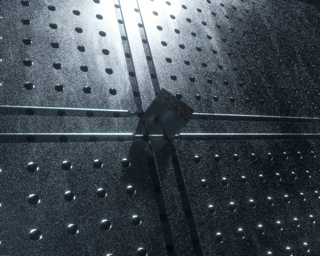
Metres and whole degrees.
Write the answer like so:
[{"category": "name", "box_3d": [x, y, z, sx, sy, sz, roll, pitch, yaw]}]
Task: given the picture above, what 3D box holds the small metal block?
[{"category": "small metal block", "box_3d": [0.009, -0.017, 0.409, 0.050, 0.050, 0.025, 35, 51, -6]}]
